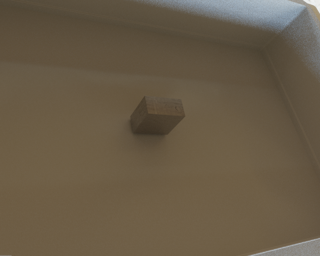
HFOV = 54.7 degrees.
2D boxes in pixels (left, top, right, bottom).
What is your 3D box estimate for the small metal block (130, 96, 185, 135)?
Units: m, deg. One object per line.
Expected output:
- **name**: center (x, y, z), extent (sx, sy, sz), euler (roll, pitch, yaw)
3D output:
- **small metal block**: center (-0.004, -0.015, 0.393), extent (0.050, 0.050, 0.025), euler (3, 60, -27)
